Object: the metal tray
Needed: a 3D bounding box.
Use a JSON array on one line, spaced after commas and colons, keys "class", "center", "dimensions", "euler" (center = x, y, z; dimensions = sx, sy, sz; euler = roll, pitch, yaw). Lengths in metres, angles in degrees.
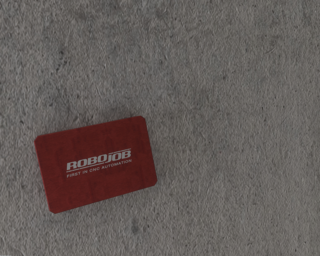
[{"class": "metal tray", "center": [-0.076, 0.041, 0.378], "dimensions": [0.131, 0.030, 0.090], "euler": [-12, 94, -20]}]
